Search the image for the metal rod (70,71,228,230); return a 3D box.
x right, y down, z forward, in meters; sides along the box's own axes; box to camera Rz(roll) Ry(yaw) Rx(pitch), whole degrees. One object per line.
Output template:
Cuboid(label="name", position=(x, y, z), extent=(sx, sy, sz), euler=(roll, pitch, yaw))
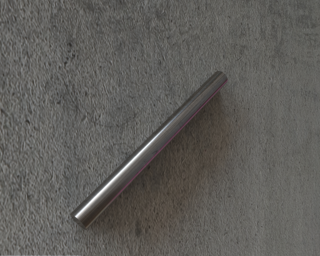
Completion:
Cuboid(label="metal rod", position=(0.004, 0.011, 0.412), extent=(0.301, 0.025, 0.025), euler=(-44, 117, -31))
